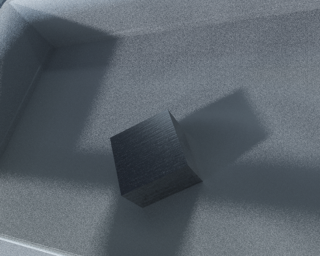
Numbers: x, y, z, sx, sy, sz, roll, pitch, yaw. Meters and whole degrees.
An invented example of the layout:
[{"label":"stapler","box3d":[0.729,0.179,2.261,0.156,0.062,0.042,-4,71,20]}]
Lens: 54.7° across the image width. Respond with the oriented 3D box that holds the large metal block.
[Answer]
[{"label":"large metal block","box3d":[-0.006,0.037,0.369,0.080,0.050,0.080,-26,53,11]}]
